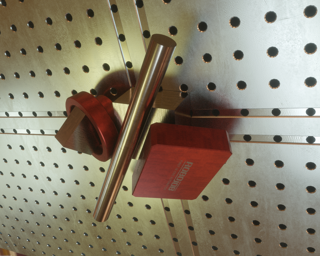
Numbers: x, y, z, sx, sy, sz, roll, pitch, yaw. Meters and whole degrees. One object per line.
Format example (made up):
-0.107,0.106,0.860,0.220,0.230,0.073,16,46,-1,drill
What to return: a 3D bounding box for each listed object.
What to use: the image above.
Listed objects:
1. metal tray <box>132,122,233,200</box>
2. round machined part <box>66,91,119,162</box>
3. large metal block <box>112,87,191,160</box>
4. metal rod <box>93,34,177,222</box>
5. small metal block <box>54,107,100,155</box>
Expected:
0.020,0.047,0.382,0.091,0.030,0.129,6,143,-13,metal tray
-0.083,-0.006,0.421,0.098,0.042,0.097,37,145,32,round machined part
-0.007,-0.003,0.395,0.080,0.050,0.079,9,122,23,large metal block
-0.043,0.025,0.383,0.025,0.025,0.298,30,128,8,metal rod
-0.102,0.004,0.413,0.025,0.050,0.050,38,95,35,small metal block
